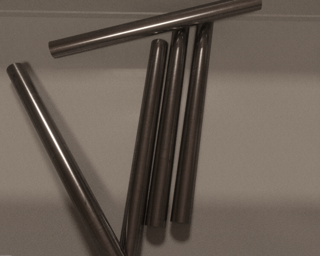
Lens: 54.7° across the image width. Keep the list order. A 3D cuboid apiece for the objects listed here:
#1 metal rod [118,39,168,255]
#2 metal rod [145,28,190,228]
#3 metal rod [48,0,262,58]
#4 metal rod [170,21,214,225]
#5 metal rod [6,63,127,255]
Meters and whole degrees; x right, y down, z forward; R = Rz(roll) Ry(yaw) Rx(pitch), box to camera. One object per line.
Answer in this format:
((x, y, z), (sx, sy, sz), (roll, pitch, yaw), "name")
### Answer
((-0.019, 0.016, 0.403), (0.025, 0.025, 0.299), (7, 70, 2), "metal rod")
((0.014, -0.022, 0.417), (0.025, 0.025, 0.299), (7, 70, 2), "metal rod")
((-0.009, -0.145, 0.440), (0.302, 0.025, 0.025), (-12, 71, 3), "metal rod")
((0.047, -0.026, 0.419), (0.025, 0.025, 0.299), (8, 70, 3), "metal rod")
((-0.124, 0.032, 0.383), (0.025, 0.025, 0.299), (-31, 68, -11), "metal rod")
